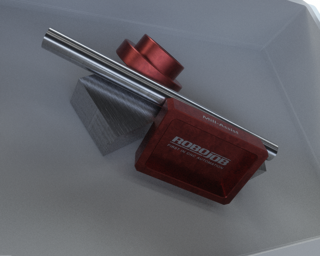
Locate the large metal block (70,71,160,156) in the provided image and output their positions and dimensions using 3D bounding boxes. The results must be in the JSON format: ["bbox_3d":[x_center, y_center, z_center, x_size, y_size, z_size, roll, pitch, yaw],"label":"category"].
[{"bbox_3d":[-0.049,-0.024,0.377,0.081,0.050,0.080,-25,76,-37],"label":"large metal block"}]

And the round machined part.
[{"bbox_3d":[-0.007,-0.086,0.410,0.098,0.042,0.098,39,13,-10],"label":"round machined part"}]

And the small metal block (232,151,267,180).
[{"bbox_3d":[0.115,0.043,0.425,0.025,0.050,0.050,14,56,-21],"label":"small metal block"}]

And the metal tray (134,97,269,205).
[{"bbox_3d":[0.047,0.031,0.366,0.131,0.089,0.030,24,25,-15],"label":"metal tray"}]

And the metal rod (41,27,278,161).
[{"bbox_3d":[0.011,-0.033,0.365,0.301,0.025,0.025,26,53,-13],"label":"metal rod"}]
